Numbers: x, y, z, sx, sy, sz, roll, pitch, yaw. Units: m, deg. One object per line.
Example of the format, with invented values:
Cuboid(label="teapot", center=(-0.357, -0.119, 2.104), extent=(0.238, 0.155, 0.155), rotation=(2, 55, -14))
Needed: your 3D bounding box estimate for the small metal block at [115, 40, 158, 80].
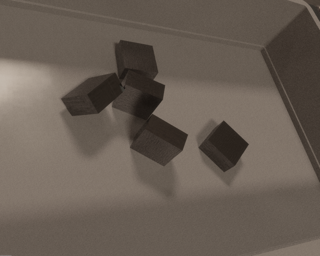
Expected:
Cuboid(label="small metal block", center=(-0.034, -0.096, 0.447), extent=(0.050, 0.025, 0.050), rotation=(3, 60, -27))

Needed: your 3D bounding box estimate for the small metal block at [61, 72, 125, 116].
Cuboid(label="small metal block", center=(-0.079, -0.040, 0.369), extent=(0.050, 0.050, 0.025), rotation=(-49, 124, -39))

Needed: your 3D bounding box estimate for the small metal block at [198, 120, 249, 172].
Cuboid(label="small metal block", center=(0.091, 0.026, 0.441), extent=(0.050, 0.025, 0.050), rotation=(44, 51, 2))

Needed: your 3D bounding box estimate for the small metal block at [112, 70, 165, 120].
Cuboid(label="small metal block", center=(-0.028, -0.041, 0.401), extent=(0.050, 0.050, 0.025), rotation=(21, 52, -17))

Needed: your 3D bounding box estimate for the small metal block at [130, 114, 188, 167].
Cuboid(label="small metal block", center=(-0.002, 0.016, 0.380), extent=(0.050, 0.050, 0.025), rotation=(30, 52, -10))
